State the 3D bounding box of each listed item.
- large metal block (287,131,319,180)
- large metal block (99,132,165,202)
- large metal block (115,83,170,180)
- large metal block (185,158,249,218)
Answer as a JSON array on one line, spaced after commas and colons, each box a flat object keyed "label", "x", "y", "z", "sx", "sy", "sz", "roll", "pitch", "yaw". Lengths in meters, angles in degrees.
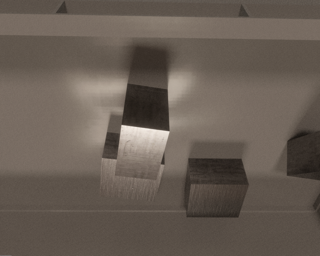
[{"label": "large metal block", "x": 0.226, "y": 0.040, "z": 0.406, "sx": 0.081, "sy": 0.050, "sz": 0.080, "roll": 9, "pitch": 166, "yaw": -8}, {"label": "large metal block", "x": -0.040, "y": 0.056, "z": 0.440, "sx": 0.081, "sy": 0.050, "sz": 0.079, "roll": 7, "pitch": 130, "yaw": -7}, {"label": "large metal block", "x": -0.022, "y": 0.004, "z": 0.376, "sx": 0.050, "sy": 0.080, "sz": 0.079, "roll": 8, "pitch": 130, "yaw": -7}, {"label": "large metal block", "x": 0.082, "y": 0.092, "z": 0.473, "sx": 0.081, "sy": 0.050, "sz": 0.079, "roll": 1, "pitch": 130, "yaw": -1}]
